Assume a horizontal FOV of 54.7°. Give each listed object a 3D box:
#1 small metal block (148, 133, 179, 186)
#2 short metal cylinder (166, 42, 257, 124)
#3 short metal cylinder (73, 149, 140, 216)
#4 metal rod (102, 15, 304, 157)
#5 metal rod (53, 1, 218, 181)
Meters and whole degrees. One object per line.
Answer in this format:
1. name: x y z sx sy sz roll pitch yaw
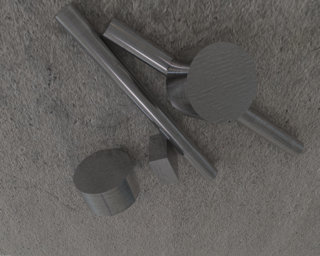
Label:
1. small metal block: 0.006 0.042 0.427 0.025 0.050 0.050 -15 129 13
2. short metal cylinder: 0.053 -0.047 0.326 0.081 0.050 0.079 -3 99 -21
3. short metal cylinder: -0.073 0.075 0.435 0.080 0.080 0.050 -9 130 7
4. metal rod: 0.068 -0.038 0.375 0.301 0.025 0.025 29 124 -23
5. metal rod: -0.010 -0.024 0.386 0.025 0.025 0.300 -28 125 22
